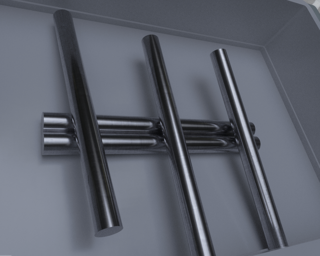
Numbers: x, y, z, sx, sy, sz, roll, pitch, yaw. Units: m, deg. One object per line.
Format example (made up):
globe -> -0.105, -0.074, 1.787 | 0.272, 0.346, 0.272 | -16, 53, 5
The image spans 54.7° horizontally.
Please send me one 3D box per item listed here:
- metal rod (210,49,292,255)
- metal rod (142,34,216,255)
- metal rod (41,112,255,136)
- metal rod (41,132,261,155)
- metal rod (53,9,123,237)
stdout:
metal rod -> 0.120, 0.028, 0.425 | 0.025, 0.025, 0.299 | -4, 72, -30
metal rod -> 0.016, 0.007, 0.378 | 0.025, 0.025, 0.299 | 1, 61, -28
metal rod -> 0.005, -0.001, 0.409 | 0.303, 0.025, 0.025 | 2, 61, -28
metal rod -> 0.009, 0.020, 0.398 | 0.303, 0.025, 0.025 | 2, 61, -28
metal rod -> -0.088, -0.031, 0.345 | 0.025, 0.025, 0.299 | -1, 54, -29
